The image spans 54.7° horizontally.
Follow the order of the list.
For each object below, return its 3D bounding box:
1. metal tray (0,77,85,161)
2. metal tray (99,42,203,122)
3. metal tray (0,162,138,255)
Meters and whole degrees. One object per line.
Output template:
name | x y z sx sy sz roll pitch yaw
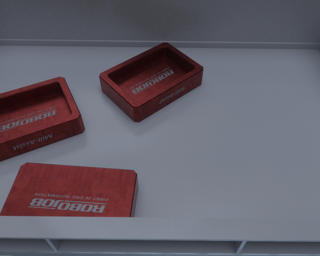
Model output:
metal tray | -0.177 -0.014 0.410 0.131 0.030 0.090 -20 53 -17
metal tray | -0.011 -0.073 0.463 0.131 0.030 0.090 -33 58 -25
metal tray | -0.094 0.086 0.328 0.131 0.030 0.090 4 50 2
